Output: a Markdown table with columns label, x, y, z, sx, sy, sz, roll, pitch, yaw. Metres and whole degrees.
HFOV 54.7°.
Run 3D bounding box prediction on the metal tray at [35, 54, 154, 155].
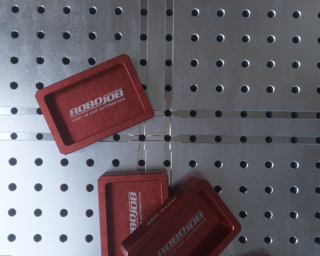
| label | x | y | z | sx | sy | sz | roll | pitch | yaw |
| --- | --- | --- | --- | --- | --- | --- | --- | --- | --- |
| metal tray | -0.084 | -0.030 | 0.409 | 0.131 | 0.030 | 0.090 | -24 | 90 | -1 |

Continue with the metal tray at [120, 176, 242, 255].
| label | x | y | z | sx | sy | sz | roll | pitch | yaw |
| --- | --- | --- | --- | --- | --- | --- | --- | --- | --- |
| metal tray | 0.029 | 0.135 | 0.384 | 0.130 | 0.030 | 0.090 | -41 | 103 | -17 |

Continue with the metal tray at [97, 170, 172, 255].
| label | x | y | z | sx | sy | sz | roll | pitch | yaw |
| --- | --- | --- | --- | --- | --- | --- | --- | --- | --- |
| metal tray | -0.032 | 0.123 | 0.410 | 0.091 | 0.030 | 0.129 | -3 | 90 | -1 |
